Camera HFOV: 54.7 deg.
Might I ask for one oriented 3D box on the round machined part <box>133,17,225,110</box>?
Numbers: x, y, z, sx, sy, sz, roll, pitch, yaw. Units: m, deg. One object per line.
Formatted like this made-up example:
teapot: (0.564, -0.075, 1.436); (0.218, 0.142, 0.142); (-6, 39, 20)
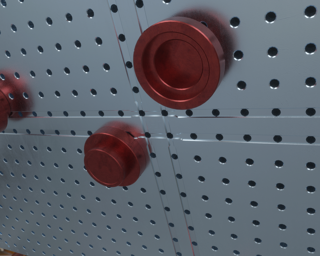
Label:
round machined part: (0.023, -0.073, 0.342); (0.098, 0.042, 0.097); (13, 124, 20)

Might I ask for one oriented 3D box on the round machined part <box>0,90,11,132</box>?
round machined part: (-0.300, -0.036, 0.533); (0.098, 0.042, 0.097); (13, 124, 20)

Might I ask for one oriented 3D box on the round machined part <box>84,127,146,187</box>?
round machined part: (-0.075, 0.050, 0.469); (0.098, 0.042, 0.097); (13, 124, 20)
